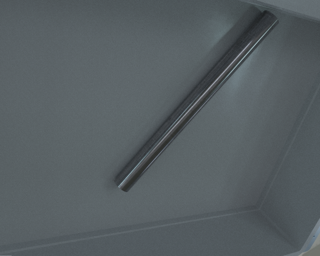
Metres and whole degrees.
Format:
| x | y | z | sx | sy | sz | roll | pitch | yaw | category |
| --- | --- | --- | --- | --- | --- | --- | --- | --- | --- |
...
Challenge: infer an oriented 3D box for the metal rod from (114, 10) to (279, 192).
| x | y | z | sx | sy | sz | roll | pitch | yaw | category |
| --- | --- | --- | --- | --- | --- | --- | --- | --- | --- |
| 0.045 | -0.031 | 0.415 | 0.299 | 0.025 | 0.025 | -49 | 129 | 6 | metal rod |
